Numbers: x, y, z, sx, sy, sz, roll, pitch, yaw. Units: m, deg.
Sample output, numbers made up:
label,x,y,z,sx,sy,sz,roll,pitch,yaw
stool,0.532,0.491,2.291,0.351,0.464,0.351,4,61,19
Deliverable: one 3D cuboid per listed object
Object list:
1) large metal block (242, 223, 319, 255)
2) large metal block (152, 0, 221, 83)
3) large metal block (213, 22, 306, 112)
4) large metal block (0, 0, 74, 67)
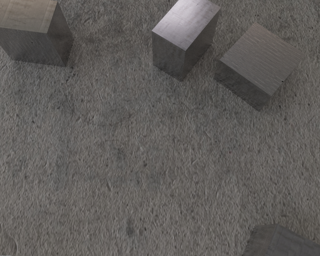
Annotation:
label,x,y,z,sx,sy,sz,roll,pitch,yaw
large metal block,0.139,0.145,0.327,0.080,0.080,0.050,26,72,9
large metal block,0.034,-0.123,0.424,0.050,0.080,0.080,34,74,11
large metal block,0.134,-0.084,0.426,0.080,0.050,0.080,39,75,13
large metal block,-0.174,-0.131,0.425,0.080,0.080,0.050,8,70,3
